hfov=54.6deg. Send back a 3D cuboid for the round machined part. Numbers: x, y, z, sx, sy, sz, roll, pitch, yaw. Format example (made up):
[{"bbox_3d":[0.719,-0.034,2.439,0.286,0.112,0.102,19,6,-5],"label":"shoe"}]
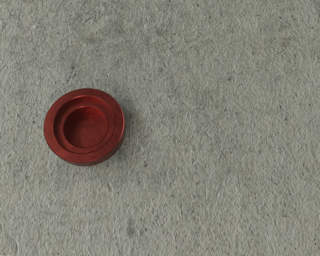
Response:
[{"bbox_3d":[-0.093,0.002,0.398,0.099,0.042,0.098,0,70,0],"label":"round machined part"}]
